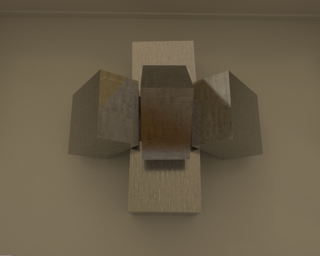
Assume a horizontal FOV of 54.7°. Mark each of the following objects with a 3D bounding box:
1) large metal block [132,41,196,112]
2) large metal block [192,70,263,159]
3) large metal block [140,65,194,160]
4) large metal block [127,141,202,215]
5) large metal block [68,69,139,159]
[{"bbox_3d":[0.005,-0.068,0.417,0.081,0.050,0.080,-1,70,-1],"label":"large metal block"},{"bbox_3d":[0.081,-0.011,0.376,0.050,0.080,0.080,-14,66,36],"label":"large metal block"},{"bbox_3d":[0.006,-0.020,0.344,0.050,0.079,0.080,0,26,-1],"label":"large metal block"},{"bbox_3d":[0.006,0.062,0.372,0.080,0.050,0.080,1,70,0],"label":"large metal block"},{"bbox_3d":[-0.069,-0.012,0.375,0.050,0.080,0.080,13,66,-35],"label":"large metal block"}]
